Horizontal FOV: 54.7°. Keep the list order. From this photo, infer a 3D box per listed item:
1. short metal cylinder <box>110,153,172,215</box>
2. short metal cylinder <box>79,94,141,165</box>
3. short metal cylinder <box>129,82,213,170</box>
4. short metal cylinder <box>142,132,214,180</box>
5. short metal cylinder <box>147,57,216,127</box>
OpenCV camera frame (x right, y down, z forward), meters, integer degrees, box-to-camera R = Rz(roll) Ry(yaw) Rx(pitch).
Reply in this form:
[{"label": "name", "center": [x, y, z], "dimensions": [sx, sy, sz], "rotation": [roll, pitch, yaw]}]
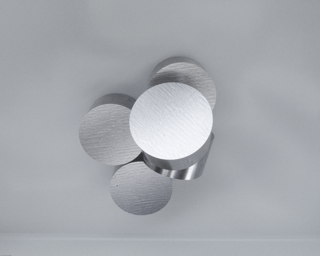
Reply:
[{"label": "short metal cylinder", "center": [-0.024, 0.070, 0.421], "dimensions": [0.081, 0.050, 0.079], "rotation": [0, 110, -1]}, {"label": "short metal cylinder", "center": [-0.057, 0.001, 0.395], "dimensions": [0.081, 0.050, 0.079], "rotation": [0, 110, -1]}, {"label": "short metal cylinder", "center": [0.013, 0.000, 0.322], "dimensions": [0.080, 0.050, 0.080], "rotation": [-2, 70, 6]}, {"label": "short metal cylinder", "center": [0.022, 0.022, 0.390], "dimensions": [0.081, 0.080, 0.050], "rotation": [13, 110, -5]}, {"label": "short metal cylinder", "center": [0.025, -0.044, 0.380], "dimensions": [0.081, 0.050, 0.079], "rotation": [0, 110, -1]}]
